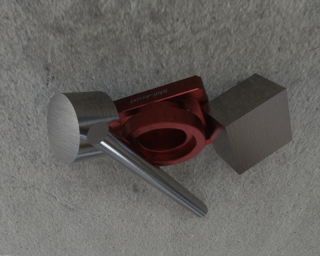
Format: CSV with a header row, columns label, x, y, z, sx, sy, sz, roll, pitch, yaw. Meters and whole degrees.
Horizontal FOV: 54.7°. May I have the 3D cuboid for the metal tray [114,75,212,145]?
label,x,y,z,sx,sy,sz,roll,pitch,yaw
metal tray,0.002,-0.006,0.400,0.130,0.030,0.090,-16,129,12

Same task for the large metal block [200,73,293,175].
label,x,y,z,sx,sy,sz,roll,pitch,yaw
large metal block,0.104,-0.005,0.368,0.080,0.050,0.080,-32,128,-8

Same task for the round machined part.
label,x,y,z,sx,sy,sz,roll,pitch,yaw
round machined part,0.002,0.005,0.370,0.099,0.042,0.098,-4,146,-3

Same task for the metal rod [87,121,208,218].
label,x,y,z,sx,sy,sz,roll,pitch,yaw
metal rod,0.005,0.073,0.413,0.025,0.025,0.300,-21,144,17

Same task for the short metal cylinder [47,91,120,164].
label,x,y,z,sx,sy,sz,roll,pitch,yaw
short metal cylinder,-0.090,-0.002,0.361,0.050,0.080,0.079,-10,142,-42
